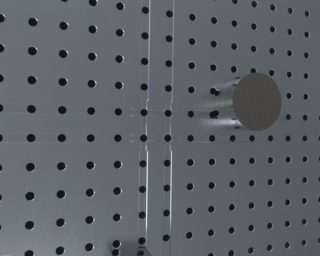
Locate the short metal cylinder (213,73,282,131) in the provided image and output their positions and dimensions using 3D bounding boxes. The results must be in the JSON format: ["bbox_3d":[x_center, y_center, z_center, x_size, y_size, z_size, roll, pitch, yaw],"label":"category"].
[{"bbox_3d":[0.125,-0.036,0.446,0.081,0.050,0.079,0,90,-20],"label":"short metal cylinder"}]

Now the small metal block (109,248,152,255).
[{"bbox_3d":[-0.041,0.185,0.398,0.050,0.025,0.050,6,88,-20],"label":"small metal block"}]
